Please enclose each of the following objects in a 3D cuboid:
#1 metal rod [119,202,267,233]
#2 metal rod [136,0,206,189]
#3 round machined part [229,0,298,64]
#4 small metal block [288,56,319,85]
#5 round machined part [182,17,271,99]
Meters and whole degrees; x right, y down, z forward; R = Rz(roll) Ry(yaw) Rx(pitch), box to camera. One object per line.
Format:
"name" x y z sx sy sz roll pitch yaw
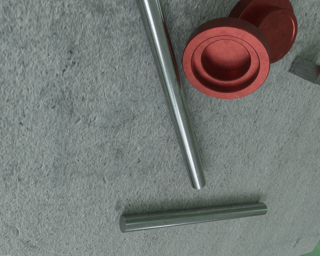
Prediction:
"metal rod" 0.074 0.153 0.541 0.302 0.025 0.025 3 117 -30
"metal rod" 0.024 -0.025 0.404 0.025 0.025 0.299 -27 128 -11
"round machined part" 0.134 -0.120 0.395 0.099 0.042 0.097 -14 124 -21
"small metal block" 0.234 -0.084 0.467 0.050 0.050 0.025 4 116 -31
"round machined part" 0.078 -0.085 0.365 0.098 0.042 0.097 11 137 10
